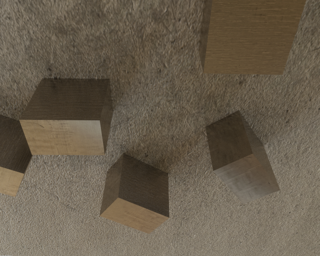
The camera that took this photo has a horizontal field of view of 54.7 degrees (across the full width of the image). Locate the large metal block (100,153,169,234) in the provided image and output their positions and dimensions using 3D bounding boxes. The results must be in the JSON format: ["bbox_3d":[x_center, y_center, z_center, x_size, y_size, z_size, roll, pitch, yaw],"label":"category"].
[{"bbox_3d":[-0.035,0.095,0.452,0.080,0.080,0.050,28,125,-22],"label":"large metal block"}]

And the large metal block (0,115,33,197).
[{"bbox_3d":[-0.207,0.030,0.395,0.080,0.080,0.050,22,127,-18],"label":"large metal block"}]

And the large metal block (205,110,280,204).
[{"bbox_3d":[0.106,0.038,0.404,0.050,0.080,0.080,-29,125,22],"label":"large metal block"}]

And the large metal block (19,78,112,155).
[{"bbox_3d":[-0.101,-0.015,0.357,0.081,0.080,0.050,0,130,-1],"label":"large metal block"}]

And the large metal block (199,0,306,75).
[{"bbox_3d":[0.085,-0.101,0.306,0.081,0.050,0.079,1,130,-1],"label":"large metal block"}]
